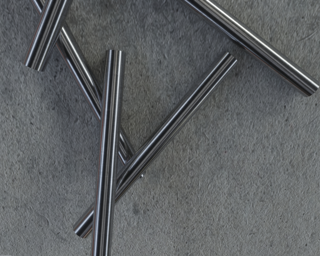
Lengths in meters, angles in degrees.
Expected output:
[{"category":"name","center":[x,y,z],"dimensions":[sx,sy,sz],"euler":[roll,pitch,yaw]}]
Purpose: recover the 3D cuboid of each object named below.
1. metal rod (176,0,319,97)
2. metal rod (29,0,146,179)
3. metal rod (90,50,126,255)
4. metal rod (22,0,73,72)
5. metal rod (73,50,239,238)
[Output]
[{"category":"metal rod","center":[0.068,-0.129,0.362],"dimensions":[0.301,0.025,0.025],"euler":[33,107,-12]},{"category":"metal rod","center":[-0.093,-0.061,0.386],"dimensions":[0.025,0.025,0.299],"euler":[-23,109,8]},{"category":"metal rod","center":[-0.066,0.056,0.381],"dimensions":[0.025,0.025,0.298],"euler":[4,92,-2]},{"category":"metal rod","center":[-0.076,-0.199,0.319],"dimensions":[0.025,0.025,0.298],"euler":[25,102,-9]},{"category":"metal rod","center":[-0.010,0.026,0.397],"dimensions":[0.025,0.025,0.299],"euler":[39,97,-13]}]
